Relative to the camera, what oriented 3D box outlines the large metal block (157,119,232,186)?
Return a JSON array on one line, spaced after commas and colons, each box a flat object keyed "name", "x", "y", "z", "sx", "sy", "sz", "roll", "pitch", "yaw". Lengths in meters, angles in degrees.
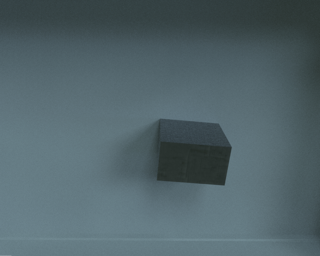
[{"name": "large metal block", "x": 0.038, "y": 0.028, "z": 0.393, "sx": 0.081, "sy": 0.080, "sz": 0.050, "roll": 5, "pitch": 110, "yaw": -2}]
